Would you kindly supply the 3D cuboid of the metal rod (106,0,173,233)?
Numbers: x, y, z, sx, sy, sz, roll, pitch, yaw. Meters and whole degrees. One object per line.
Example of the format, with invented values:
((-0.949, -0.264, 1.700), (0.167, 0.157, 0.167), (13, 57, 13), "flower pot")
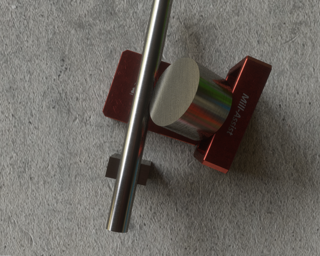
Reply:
((-0.021, -0.030, 0.372), (0.025, 0.025, 0.299), (11, 81, -1), "metal rod")

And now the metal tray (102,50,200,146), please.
((0.002, -0.039, 0.408), (0.131, 0.030, 0.090), (18, 90, -1), "metal tray")

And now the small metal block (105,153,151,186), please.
((-0.039, 0.052, 0.398), (0.050, 0.050, 0.025), (13, 90, -1), "small metal block")

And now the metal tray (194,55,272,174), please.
((0.084, -0.015, 0.380), (0.030, 0.090, 0.129), (23, 90, 0), "metal tray")

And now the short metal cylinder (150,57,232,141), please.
((0.033, -0.031, 0.347), (0.050, 0.080, 0.080), (23, 90, -33), "short metal cylinder")
